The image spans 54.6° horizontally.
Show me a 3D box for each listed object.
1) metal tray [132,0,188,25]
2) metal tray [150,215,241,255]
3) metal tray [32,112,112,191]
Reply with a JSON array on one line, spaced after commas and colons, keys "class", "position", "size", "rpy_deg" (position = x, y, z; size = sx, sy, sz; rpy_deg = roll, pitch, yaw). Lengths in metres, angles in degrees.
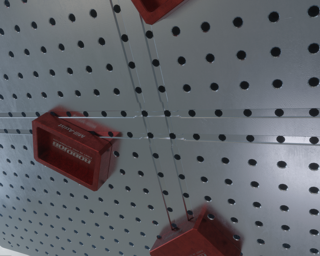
[{"class": "metal tray", "position": [-0.010, -0.181, 0.301], "size": [0.090, 0.030, 0.130], "rpy_deg": [-26, 105, 37]}, {"class": "metal tray", "position": [0.054, 0.204, 0.506], "size": [0.090, 0.030, 0.129], "rpy_deg": [44, 129, -2]}, {"class": "metal tray", "position": [-0.147, 0.039, 0.510], "size": [0.130, 0.030, 0.089], "rpy_deg": [24, 127, 13]}]
